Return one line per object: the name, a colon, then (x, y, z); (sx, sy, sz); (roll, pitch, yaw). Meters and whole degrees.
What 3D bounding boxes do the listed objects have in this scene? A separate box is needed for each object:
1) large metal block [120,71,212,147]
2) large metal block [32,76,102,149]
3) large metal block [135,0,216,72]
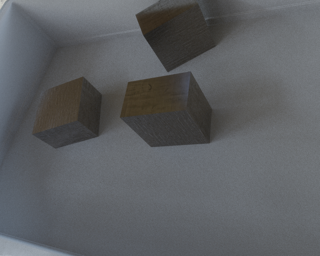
large metal block: (0.011, -0.018, 0.376); (0.080, 0.080, 0.050); (-5, 60, 25)
large metal block: (-0.140, -0.022, 0.477); (0.080, 0.050, 0.080); (-15, 56, 19)
large metal block: (0.024, -0.139, 0.444); (0.080, 0.080, 0.050); (-27, 53, 11)
